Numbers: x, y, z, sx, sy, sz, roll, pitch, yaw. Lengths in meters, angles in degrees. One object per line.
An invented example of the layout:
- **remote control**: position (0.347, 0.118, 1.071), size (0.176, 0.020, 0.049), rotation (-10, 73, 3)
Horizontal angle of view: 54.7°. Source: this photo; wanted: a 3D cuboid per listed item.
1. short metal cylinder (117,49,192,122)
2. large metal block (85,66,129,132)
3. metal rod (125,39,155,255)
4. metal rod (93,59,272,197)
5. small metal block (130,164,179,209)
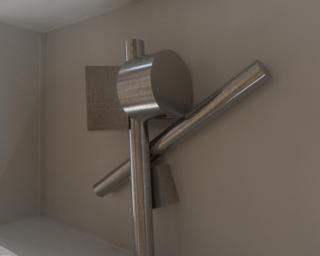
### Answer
- **short metal cylinder**: position (-0.004, -0.048, 0.370), size (0.050, 0.081, 0.080), rotation (-5, 87, 38)
- **large metal block**: position (-0.072, -0.036, 0.420), size (0.080, 0.050, 0.080), rotation (165, 102, -80)
- **metal rod**: position (-0.025, 0.038, 0.390), size (0.025, 0.025, 0.298), rotation (-6, 85, 39)
- **metal rod**: position (0.007, 0.018, 0.396), size (0.299, 0.025, 0.025), rotation (-38, 67, 33)
- **small metal block**: position (-0.008, 0.080, 0.410), size (0.050, 0.025, 0.050), rotation (-27, 74, 36)
